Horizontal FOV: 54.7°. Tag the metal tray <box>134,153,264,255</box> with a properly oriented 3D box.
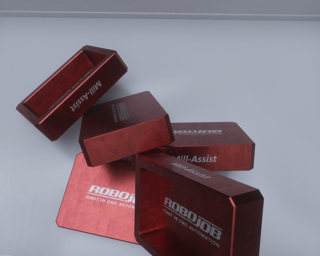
[{"bbox_3d":[0.023,0.079,0.266,0.030,0.130,0.089,-4,101,-34],"label":"metal tray"}]

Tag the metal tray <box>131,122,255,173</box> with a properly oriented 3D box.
[{"bbox_3d":[0.035,0.020,0.367,0.131,0.090,0.030,-1,107,-1],"label":"metal tray"}]

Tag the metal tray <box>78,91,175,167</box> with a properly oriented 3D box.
[{"bbox_3d":[-0.043,-0.006,0.361,0.091,0.130,0.030,-16,110,-6],"label":"metal tray"}]

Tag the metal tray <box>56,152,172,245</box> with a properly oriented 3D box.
[{"bbox_3d":[-0.047,0.087,0.375,0.131,0.030,0.090,11,70,4],"label":"metal tray"}]

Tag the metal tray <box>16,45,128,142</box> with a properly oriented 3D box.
[{"bbox_3d":[-0.114,-0.050,0.398,0.130,0.030,0.090,-47,40,-15],"label":"metal tray"}]
